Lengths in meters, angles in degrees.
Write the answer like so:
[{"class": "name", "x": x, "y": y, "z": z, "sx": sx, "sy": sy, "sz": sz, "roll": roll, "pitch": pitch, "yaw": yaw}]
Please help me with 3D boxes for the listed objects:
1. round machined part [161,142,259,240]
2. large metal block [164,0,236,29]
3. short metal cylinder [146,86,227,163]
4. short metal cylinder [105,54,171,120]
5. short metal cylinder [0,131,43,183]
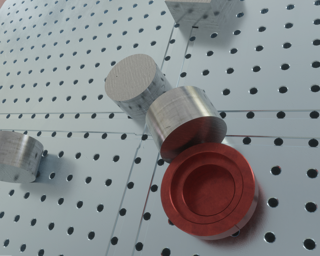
[{"class": "round machined part", "x": 0.054, "y": 0.068, "z": 0.328, "sx": 0.098, "sy": 0.042, "sz": 0.098, "roll": -13, "pitch": 56, "yaw": 21}, {"class": "large metal block", "x": 0.068, "y": -0.206, "z": 0.483, "sx": 0.080, "sy": 0.050, "sz": 0.080, "roll": 19, "pitch": 71, "yaw": 35}, {"class": "short metal cylinder", "x": 0.029, "y": -0.002, "z": 0.359, "sx": 0.080, "sy": 0.080, "sz": 0.050, "roll": -32, "pitch": 52, "yaw": 8}, {"class": "short metal cylinder", "x": -0.031, "y": -0.059, "z": 0.445, "sx": 0.080, "sy": 0.050, "sz": 0.080, "roll": -13, "pitch": 56, "yaw": 21}, {"class": "short metal cylinder", "x": -0.221, "y": 0.045, "z": 0.462, "sx": 0.080, "sy": 0.080, "sz": 0.050, "roll": -10, "pitch": 57, "yaw": 23}]
